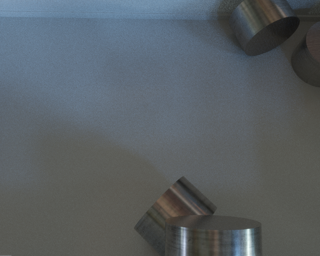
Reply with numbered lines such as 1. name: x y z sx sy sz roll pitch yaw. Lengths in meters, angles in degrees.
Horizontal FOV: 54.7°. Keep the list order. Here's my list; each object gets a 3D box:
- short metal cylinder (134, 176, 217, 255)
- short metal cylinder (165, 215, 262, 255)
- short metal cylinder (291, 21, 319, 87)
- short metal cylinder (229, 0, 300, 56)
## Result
1. short metal cylinder: 0.018 0.100 0.344 0.050 0.080 0.080 42 75 13
2. short metal cylinder: 0.044 0.105 0.261 0.081 0.080 0.050 1 82 0
3. short metal cylinder: 0.236 -0.104 0.437 0.081 0.050 0.080 0 70 0
4. short metal cylinder: 0.145 -0.147 0.436 0.080 0.080 0.050 -20 72 -8
